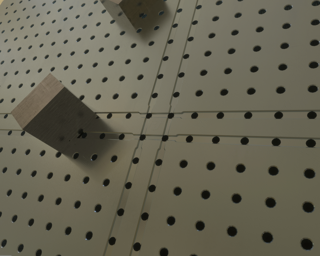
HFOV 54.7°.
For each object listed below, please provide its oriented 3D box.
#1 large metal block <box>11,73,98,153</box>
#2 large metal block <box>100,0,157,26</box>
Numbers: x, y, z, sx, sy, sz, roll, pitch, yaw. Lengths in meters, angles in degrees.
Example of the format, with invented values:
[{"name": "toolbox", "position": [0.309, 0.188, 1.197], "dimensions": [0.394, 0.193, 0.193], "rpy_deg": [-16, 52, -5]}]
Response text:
[{"name": "large metal block", "position": [-0.156, -0.021, 0.465], "dimensions": [0.080, 0.080, 0.050], "rpy_deg": [-47, 52, -5]}, {"name": "large metal block", "position": [-0.058, -0.246, 0.572], "dimensions": [0.080, 0.050, 0.080], "rpy_deg": [-48, 52, -6]}]
